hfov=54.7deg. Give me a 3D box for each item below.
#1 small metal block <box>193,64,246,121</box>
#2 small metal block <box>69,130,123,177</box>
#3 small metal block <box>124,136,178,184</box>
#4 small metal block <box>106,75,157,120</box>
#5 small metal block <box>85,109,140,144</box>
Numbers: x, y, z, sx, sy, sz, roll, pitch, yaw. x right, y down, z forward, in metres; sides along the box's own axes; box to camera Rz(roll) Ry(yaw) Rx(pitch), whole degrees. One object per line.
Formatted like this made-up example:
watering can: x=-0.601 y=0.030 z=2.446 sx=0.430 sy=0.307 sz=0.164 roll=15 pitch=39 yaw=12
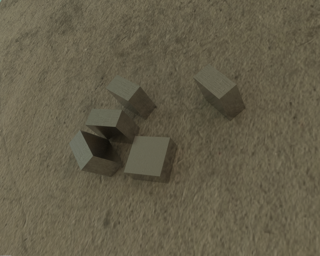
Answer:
small metal block: x=0.072 y=-0.043 z=0.375 sx=0.025 sy=0.050 sz=0.050 roll=-41 pitch=51 yaw=0
small metal block: x=-0.084 y=0.034 z=0.407 sx=0.025 sy=0.050 sz=0.050 roll=-49 pitch=50 yaw=14
small metal block: x=-0.011 y=0.039 z=0.385 sx=0.050 sy=0.025 sz=0.050 roll=2 pitch=62 yaw=28
small metal block: x=-0.040 y=-0.043 z=0.434 sx=0.050 sy=0.050 sz=0.025 roll=31 pitch=79 yaw=37
small metal block: x=-0.063 y=-0.002 z=0.421 sx=0.050 sy=0.050 sz=0.025 roll=4 pitch=64 yaw=29
